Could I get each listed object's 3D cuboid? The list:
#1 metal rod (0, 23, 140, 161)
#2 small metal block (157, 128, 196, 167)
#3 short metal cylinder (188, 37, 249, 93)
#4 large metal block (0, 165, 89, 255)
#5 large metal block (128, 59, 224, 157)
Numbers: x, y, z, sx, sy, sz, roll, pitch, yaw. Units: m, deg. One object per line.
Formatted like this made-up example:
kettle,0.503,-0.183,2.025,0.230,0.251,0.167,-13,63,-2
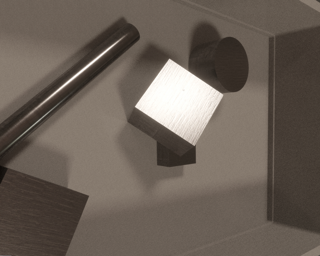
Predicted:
metal rod,-0.121,-0.017,0.306,0.301,0.025,0.025,-49,120,-29
small metal block,0.023,0.025,0.428,0.050,0.025,0.050,-2,91,-40
short metal cylinder,0.089,-0.092,0.467,0.081,0.050,0.079,0,90,-40
large metal block,-0.126,0.086,0.286,0.080,0.050,0.080,31,71,-36
large metal block,0.019,-0.024,0.386,0.080,0.050,0.080,34,65,-2
